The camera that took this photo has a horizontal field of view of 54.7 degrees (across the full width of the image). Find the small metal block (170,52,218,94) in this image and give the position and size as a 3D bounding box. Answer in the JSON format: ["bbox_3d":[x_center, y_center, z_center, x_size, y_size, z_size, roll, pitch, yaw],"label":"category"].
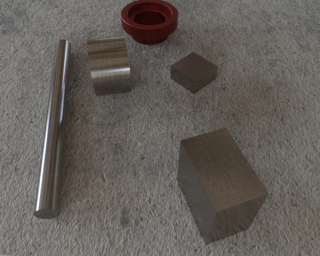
[{"bbox_3d":[0.052,-0.085,0.476,0.050,0.025,0.050,-36,59,-27],"label":"small metal block"}]

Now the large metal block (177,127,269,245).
[{"bbox_3d":[0.057,0.060,0.318,0.050,0.080,0.080,-15,52,-13],"label":"large metal block"}]

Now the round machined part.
[{"bbox_3d":[-0.018,-0.184,0.546,0.099,0.042,0.098,0,50,0],"label":"round machined part"}]

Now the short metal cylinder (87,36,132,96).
[{"bbox_3d":[-0.071,-0.088,0.440,0.050,0.080,0.080,-8,51,-7],"label":"short metal cylinder"}]

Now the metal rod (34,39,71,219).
[{"bbox_3d":[-0.140,-0.023,0.420,0.025,0.025,0.300,-6,50,-5],"label":"metal rod"}]
